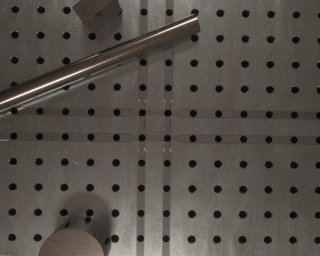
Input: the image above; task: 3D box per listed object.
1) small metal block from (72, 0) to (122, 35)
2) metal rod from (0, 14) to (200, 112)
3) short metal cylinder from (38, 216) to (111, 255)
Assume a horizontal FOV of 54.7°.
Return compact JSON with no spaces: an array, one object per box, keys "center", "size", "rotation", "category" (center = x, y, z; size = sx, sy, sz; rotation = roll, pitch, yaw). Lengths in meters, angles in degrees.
[{"center":[-0.079,-0.153,0.400],"size":[0.050,0.050,0.025],"rotation":[-40,90,0],"category":"small metal block"},{"center":[-0.091,-0.084,0.412],"size":[0.301,0.025,0.025],"rotation":[-22,90,-1],"category":"metal rod"},{"center":[-0.108,0.161,0.400],"size":[0.081,0.050,0.079],"rotation":[0,90,-1],"category":"short metal cylinder"}]
